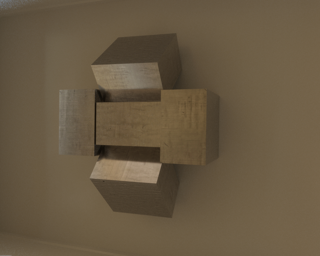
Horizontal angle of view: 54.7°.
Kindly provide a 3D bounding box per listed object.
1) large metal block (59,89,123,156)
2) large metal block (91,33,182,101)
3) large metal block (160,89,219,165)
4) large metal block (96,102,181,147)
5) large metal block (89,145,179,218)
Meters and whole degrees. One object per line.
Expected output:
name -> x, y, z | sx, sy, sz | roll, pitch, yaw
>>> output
large metal block -> -0.087, -0.007, 0.411 | 0.050, 0.080, 0.080 | 1, 90, 20
large metal block -> -0.024, -0.075, 0.382 | 0.080, 0.080, 0.050 | 2, 128, 20
large metal block -> 0.038, -0.002, 0.367 | 0.050, 0.080, 0.080 | 1, 90, 20
large metal block -> -0.023, -0.005, 0.388 | 0.080, 0.080, 0.050 | 1, 91, 20
large metal block -> -0.027, 0.066, 0.382 | 0.080, 0.080, 0.050 | 1, 49, 19
